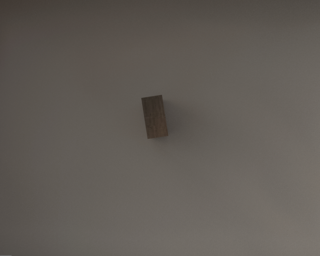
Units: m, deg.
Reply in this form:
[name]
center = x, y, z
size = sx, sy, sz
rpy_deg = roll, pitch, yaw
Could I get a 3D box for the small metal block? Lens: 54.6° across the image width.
[small metal block]
center = -0.006, -0.013, 0.395
size = 0.025, 0.050, 0.050
rpy_deg = -9, 90, 0
